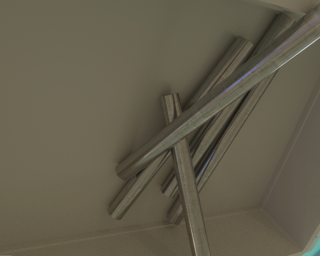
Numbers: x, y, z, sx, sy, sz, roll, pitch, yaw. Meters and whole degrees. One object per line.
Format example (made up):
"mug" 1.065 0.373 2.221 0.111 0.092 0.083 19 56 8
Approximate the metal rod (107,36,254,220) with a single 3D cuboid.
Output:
"metal rod" 0.023 0.006 0.424 0.025 0.025 0.299 29 102 -38

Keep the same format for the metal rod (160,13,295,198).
"metal rod" 0.090 -0.023 0.443 0.025 0.025 0.299 23 106 -37

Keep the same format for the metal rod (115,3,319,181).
"metal rod" 0.050 -0.020 0.344 0.025 0.025 0.299 24 130 -37

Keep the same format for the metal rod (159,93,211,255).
"metal rod" 0.042 0.103 0.410 0.025 0.025 0.298 -15 98 -20

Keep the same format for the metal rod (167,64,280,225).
"metal rod" 0.093 0.027 0.475 0.025 0.025 0.298 18 109 -35
